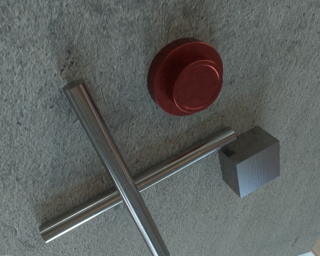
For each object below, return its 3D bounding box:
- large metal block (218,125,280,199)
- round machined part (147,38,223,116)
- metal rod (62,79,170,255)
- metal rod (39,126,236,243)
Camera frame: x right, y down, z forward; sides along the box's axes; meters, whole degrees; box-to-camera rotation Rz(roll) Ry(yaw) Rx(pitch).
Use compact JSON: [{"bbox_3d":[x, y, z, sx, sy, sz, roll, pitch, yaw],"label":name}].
[{"bbox_3d":[0.147,0.055,0.508,0.080,0.050,0.080,-27,128,-12],"label":"large metal block"},{"bbox_3d":[0.038,-0.058,0.382,0.099,0.042,0.097,-14,125,-21],"label":"round machined part"},{"bbox_3d":[-0.044,0.075,0.401,0.025,0.025,0.299,-28,120,-11],"label":"metal rod"},{"bbox_3d":[-0.022,0.075,0.442,0.302,0.025,0.025,-27,128,-12],"label":"metal rod"}]
